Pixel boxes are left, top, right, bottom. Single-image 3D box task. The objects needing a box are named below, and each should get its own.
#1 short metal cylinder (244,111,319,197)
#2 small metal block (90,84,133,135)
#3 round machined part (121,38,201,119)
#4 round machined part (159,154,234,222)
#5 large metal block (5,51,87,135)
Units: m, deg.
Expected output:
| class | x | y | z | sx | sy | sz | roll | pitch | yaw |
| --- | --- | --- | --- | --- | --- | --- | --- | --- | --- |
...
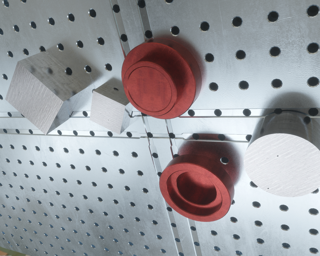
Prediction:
| class | x | y | z | sx | sy | sz | roll | pitch | yaw |
| --- | --- | --- | --- | --- | --- | --- | --- | --- | --- |
| short metal cylinder | 0.138 | 0.028 | 0.340 | 0.080 | 0.050 | 0.079 | 13 | 124 | 21 |
| small metal block | -0.067 | -0.026 | 0.431 | 0.050 | 0.025 | 0.050 | 26 | 128 | 12 |
| round machined part | -0.004 | -0.053 | 0.370 | 0.098 | 0.042 | 0.097 | 13 | 124 | 21 |
| round machined part | 0.052 | 0.076 | 0.420 | 0.098 | 0.042 | 0.097 | 13 | 124 | 21 |
| large metal block | -0.168 | -0.050 | 0.453 | 0.080 | 0.050 | 0.080 | 42 | 129 | -1 |
